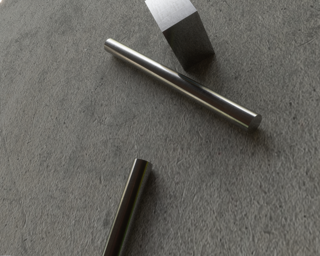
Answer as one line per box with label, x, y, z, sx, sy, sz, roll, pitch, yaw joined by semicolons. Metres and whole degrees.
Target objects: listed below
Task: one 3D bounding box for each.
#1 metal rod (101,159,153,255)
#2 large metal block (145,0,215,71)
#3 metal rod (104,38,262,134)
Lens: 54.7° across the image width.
metal rod;-0.062;0.175;0.327;0.025;0.025;0.300;4;63;29
large metal block;0.029;-0.143;0.440;0.050;0.080;0.080;-30;52;9
metal rod;0.011;-0.073;0.441;0.025;0.025;0.300;-49;52;-7
